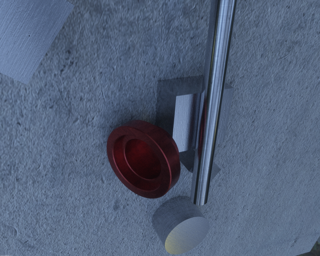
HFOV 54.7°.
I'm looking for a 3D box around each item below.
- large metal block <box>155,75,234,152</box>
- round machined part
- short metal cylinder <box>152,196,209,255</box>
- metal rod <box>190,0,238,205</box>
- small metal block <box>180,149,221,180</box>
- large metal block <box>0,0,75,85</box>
[{"bbox_3d":[0.042,-0.020,0.403,0.081,0.050,0.079,-11,123,-23],"label":"large metal block"},{"bbox_3d":[-0.015,0.034,0.383,0.042,0.098,0.097,-35,137,-46],"label":"round machined part"},{"bbox_3d":[0.033,0.159,0.510,0.081,0.050,0.079,-14,125,-21],"label":"short metal cylinder"},{"bbox_3d":[0.059,-0.028,0.358,0.025,0.025,0.298,-12,124,-22],"label":"metal rod"},{"bbox_3d":[0.053,0.047,0.451,0.050,0.050,0.025,32,101,-39],"label":"small metal block"},{"bbox_3d":[-0.133,-0.096,0.259,0.080,0.050,0.080,27,103,-38],"label":"large metal block"}]
